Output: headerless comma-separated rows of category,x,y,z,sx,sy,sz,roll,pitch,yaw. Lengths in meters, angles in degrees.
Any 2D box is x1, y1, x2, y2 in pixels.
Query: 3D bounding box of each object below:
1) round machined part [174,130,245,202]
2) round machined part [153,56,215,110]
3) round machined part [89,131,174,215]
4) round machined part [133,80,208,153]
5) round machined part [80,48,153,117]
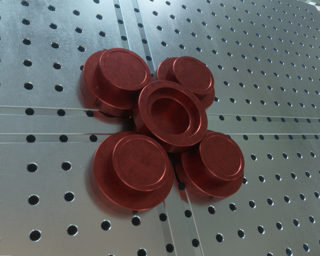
round machined part,0.072,0.044,0.410,0.099,0.042,0.098,14,56,-21
round machined part,0.041,-0.068,0.462,0.099,0.042,0.098,14,56,-21
round machined part,-0.028,0.046,0.356,0.099,0.042,0.098,14,56,-21
round machined part,0.010,-0.011,0.409,0.099,0.042,0.098,14,56,-21
round machined part,-0.052,-0.067,0.410,0.099,0.042,0.098,14,56,-21
